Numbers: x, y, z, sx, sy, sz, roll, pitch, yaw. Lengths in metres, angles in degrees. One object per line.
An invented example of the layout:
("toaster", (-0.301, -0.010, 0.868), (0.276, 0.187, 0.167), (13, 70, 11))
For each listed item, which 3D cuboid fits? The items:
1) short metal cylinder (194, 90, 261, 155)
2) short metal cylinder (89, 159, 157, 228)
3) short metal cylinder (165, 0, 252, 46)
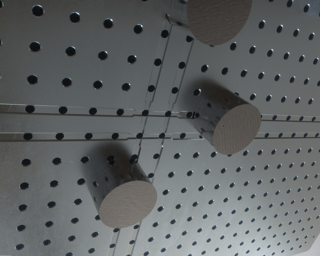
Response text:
("short metal cylinder", (0.096, -0.009, 0.444), (0.081, 0.050, 0.079), (-14, 124, -21))
("short metal cylinder", (-0.051, 0.089, 0.424), (0.081, 0.050, 0.079), (-14, 125, -21))
("short metal cylinder", (0.053, -0.137, 0.341), (0.081, 0.050, 0.079), (-14, 125, -21))
